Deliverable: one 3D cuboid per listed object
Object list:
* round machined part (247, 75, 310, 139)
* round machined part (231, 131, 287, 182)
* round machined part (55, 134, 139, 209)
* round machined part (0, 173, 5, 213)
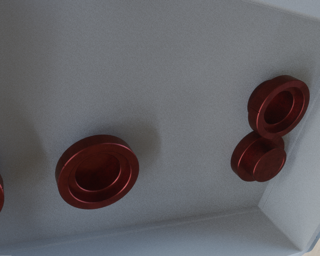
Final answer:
[{"bbox_3d":[0.173,-0.035,0.471,0.099,0.042,0.097,-14,124,-21],"label":"round machined part"},{"bbox_3d":[0.173,0.052,0.524,0.099,0.042,0.097,-14,124,-21],"label":"round machined part"},{"bbox_3d":[-0.079,0.050,0.385,0.099,0.042,0.097,-14,124,-21],"label":"round machined part"},{"bbox_3d":[-0.216,0.065,0.320,0.099,0.042,0.097,-14,124,-21],"label":"round machined part"}]
